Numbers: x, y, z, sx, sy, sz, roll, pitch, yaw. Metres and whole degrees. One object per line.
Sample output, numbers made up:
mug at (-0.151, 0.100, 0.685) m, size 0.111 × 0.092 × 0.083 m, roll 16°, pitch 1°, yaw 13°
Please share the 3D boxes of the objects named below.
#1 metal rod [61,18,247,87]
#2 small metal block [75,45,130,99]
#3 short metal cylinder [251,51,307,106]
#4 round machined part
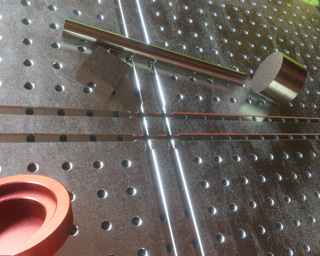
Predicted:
metal rod at (0.005, -0.110, 0.479) m, size 0.302 × 0.025 × 0.025 m, roll 11°, pitch 57°, yaw -23°
small metal block at (-0.076, -0.075, 0.414) m, size 0.050 × 0.025 × 0.050 m, roll 32°, pitch 51°, yaw -8°
short metal cylinder at (0.205, -0.085, 0.538) m, size 0.050 × 0.080 × 0.080 m, roll 26°, pitch 53°, yaw -13°
round machined part at (-0.123, 0.085, 0.259) m, size 0.099 × 0.042 × 0.098 m, roll 1°, pitch 29°, yaw 0°
